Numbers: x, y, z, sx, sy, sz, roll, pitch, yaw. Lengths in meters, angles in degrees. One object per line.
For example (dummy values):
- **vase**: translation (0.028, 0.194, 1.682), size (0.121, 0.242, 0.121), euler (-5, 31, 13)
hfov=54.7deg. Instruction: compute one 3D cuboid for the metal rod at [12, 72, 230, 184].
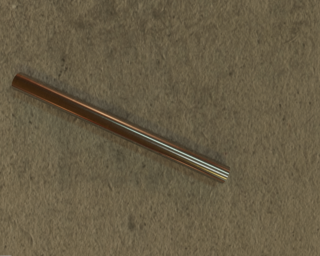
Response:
- **metal rod**: translation (-0.050, 0.000, 0.409), size (0.301, 0.025, 0.025), euler (24, 90, -1)
